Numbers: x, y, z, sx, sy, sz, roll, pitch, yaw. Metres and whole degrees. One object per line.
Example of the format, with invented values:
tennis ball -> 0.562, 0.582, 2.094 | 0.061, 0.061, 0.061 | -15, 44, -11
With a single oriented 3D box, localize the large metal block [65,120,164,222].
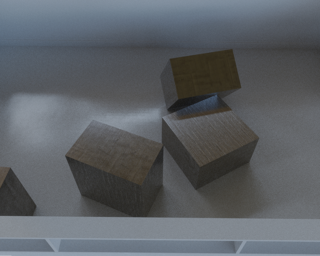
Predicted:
large metal block -> -0.044, 0.046, 0.330 | 0.080, 0.080, 0.050 | 19, 53, 15

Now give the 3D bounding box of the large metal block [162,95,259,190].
large metal block -> 0.057, 0.015, 0.377 | 0.081, 0.050, 0.080 | -23, 54, -19

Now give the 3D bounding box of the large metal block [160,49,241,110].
large metal block -> 0.050, -0.062, 0.413 | 0.081, 0.080, 0.050 | -11, 86, -10

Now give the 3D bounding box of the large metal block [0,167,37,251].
large metal block -> -0.181, 0.078, 0.302 | 0.080, 0.080, 0.050 | 4, 50, 3
